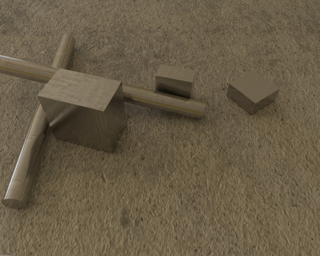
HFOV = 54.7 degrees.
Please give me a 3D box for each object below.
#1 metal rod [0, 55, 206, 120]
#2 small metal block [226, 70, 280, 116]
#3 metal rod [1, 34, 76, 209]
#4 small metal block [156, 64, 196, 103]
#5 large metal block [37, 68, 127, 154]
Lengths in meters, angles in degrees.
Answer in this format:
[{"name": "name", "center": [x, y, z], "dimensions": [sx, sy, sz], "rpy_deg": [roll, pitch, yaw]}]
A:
[{"name": "metal rod", "center": [-0.087, -0.057, 0.427], "dimensions": [0.302, 0.025, 0.025], "rpy_deg": [13, 51, 1]}, {"name": "small metal block", "center": [0.134, -0.052, 0.449], "dimensions": [0.050, 0.025, 0.050], "rpy_deg": [-29, 56, -23]}, {"name": "metal rod", "center": [-0.156, -0.033, 0.428], "dimensions": [0.025, 0.025, 0.300], "rpy_deg": [0, 50, 0]}, {"name": "small metal block", "center": [0.022, -0.058, 0.436], "dimensions": [0.050, 0.050, 0.025], "rpy_deg": [12, 51, 9]}, {"name": "large metal block", "center": [-0.091, -0.020, 0.383], "dimensions": [0.080, 0.080, 0.050], "rpy_deg": [13, 51, 10]}]
